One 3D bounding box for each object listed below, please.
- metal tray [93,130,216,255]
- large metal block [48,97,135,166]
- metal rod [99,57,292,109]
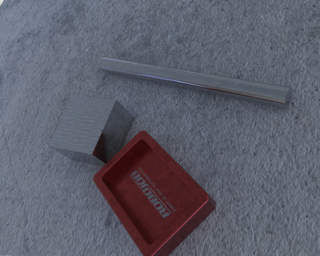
[{"bbox_3d":[-0.011,0.073,0.361,0.090,0.030,0.130,-44,51,-3],"label":"metal tray"},{"bbox_3d":[-0.094,0.005,0.434,0.080,0.050,0.080,7,65,31],"label":"large metal block"},{"bbox_3d":[0.026,-0.070,0.433,0.300,0.025,0.025,17,71,34],"label":"metal rod"}]
